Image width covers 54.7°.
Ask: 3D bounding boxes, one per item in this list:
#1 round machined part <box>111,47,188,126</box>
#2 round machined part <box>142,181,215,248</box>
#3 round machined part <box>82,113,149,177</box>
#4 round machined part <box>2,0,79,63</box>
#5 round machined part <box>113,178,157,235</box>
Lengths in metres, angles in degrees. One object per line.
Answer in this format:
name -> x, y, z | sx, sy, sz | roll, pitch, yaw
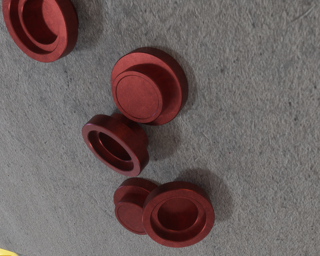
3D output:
round machined part -> -0.019, -0.045, 0.378 | 0.098, 0.042, 0.097 | 13, 124, 21
round machined part -> 0.025, 0.117, 0.438 | 0.099, 0.042, 0.097 | -1, 112, -1
round machined part -> -0.055, 0.018, 0.424 | 0.098, 0.042, 0.097 | 26, 145, 20
round machined part -> -0.143, -0.135, 0.387 | 0.098, 0.042, 0.097 | 13, 124, 21
round machined part -> -0.033, 0.131, 0.494 | 0.098, 0.042, 0.097 | 13, 124, 21
